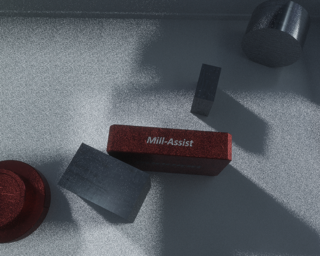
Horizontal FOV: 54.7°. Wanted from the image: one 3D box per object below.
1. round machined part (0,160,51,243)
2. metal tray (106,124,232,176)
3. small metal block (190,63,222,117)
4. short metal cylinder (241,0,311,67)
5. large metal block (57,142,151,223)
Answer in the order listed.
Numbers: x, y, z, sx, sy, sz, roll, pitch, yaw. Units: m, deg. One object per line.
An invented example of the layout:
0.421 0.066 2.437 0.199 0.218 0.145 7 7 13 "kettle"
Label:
-0.186 0.085 0.367 0.099 0.042 0.098 0 70 -1 "round machined part"
0.010 0.029 0.364 0.131 0.090 0.030 4 70 1 "metal tray"
0.061 -0.050 0.415 0.025 0.050 0.050 14 71 5 "small metal block"
0.160 -0.129 0.430 0.080 0.080 0.050 21 72 7 "short metal cylinder"
-0.058 0.066 0.356 0.080 0.080 0.050 24 72 8 "large metal block"
